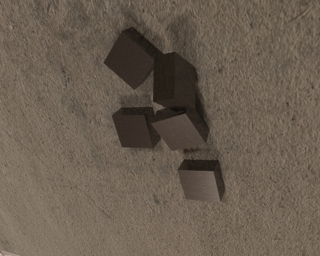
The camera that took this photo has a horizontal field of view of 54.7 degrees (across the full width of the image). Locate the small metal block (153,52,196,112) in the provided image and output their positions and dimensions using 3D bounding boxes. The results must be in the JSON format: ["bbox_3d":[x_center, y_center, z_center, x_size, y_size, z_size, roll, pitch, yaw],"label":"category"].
[{"bbox_3d":[0.017,-0.048,0.338,0.025,0.050,0.050,-5,78,30],"label":"small metal block"}]

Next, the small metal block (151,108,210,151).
[{"bbox_3d":[0.026,-0.002,0.384,0.050,0.025,0.050,-16,124,34],"label":"small metal block"}]

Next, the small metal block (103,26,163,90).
[{"bbox_3d":[-0.032,-0.083,0.371,0.050,0.025,0.050,42,129,-1],"label":"small metal block"}]

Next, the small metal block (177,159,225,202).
[{"bbox_3d":[0.057,0.071,0.420,0.050,0.025,0.050,-2,118,28],"label":"small metal block"}]

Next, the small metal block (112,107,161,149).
[{"bbox_3d":[-0.032,-0.001,0.422,0.050,0.025,0.050,0,119,27],"label":"small metal block"}]
